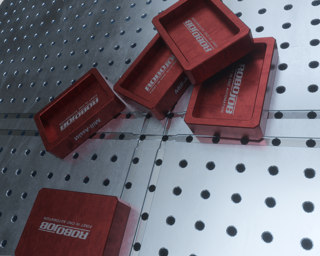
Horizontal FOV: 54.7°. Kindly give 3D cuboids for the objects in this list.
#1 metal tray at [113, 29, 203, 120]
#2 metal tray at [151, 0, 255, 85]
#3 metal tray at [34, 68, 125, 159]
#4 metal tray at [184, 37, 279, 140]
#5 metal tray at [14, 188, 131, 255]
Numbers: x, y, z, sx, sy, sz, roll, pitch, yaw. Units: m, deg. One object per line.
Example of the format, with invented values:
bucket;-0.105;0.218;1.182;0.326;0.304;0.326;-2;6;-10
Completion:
metal tray;0.004;-0.084;0.453;0.090;0.030;0.130;30;78;37
metal tray;0.053;-0.128;0.415;0.090;0.030;0.130;-32;52;7
metal tray;-0.129;-0.025;0.485;0.130;0.030;0.090;-39;51;1
metal tray;0.091;-0.052;0.388;0.090;0.030;0.130;5;64;29
metal tray;-0.109;0.126;0.383;0.130;0.030;0.090;0;61;27
